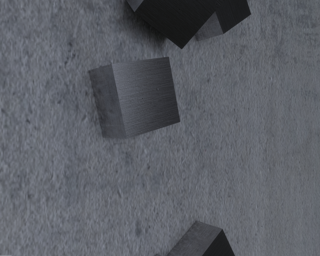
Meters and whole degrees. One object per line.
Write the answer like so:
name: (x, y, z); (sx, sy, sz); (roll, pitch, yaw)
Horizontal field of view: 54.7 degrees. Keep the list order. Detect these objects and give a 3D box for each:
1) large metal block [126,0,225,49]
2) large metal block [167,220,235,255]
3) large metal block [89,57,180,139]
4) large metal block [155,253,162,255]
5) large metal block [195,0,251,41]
large metal block: (0.018, -0.159, 0.379); (0.080, 0.050, 0.080); (28, 114, -37)
large metal block: (0.061, 0.195, 0.443); (0.080, 0.050, 0.080); (-40, 115, -33)
large metal block: (-0.028, -0.037, 0.366); (0.081, 0.050, 0.079); (-18, 102, -39)
large metal block: (0.002, 0.225, 0.393); (0.080, 0.050, 0.080); (-39, 114, -33)
large metal block: (0.082, -0.187, 0.459); (0.080, 0.050, 0.080); (-41, 115, -33)
